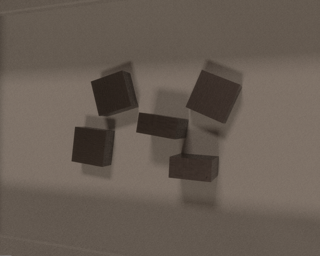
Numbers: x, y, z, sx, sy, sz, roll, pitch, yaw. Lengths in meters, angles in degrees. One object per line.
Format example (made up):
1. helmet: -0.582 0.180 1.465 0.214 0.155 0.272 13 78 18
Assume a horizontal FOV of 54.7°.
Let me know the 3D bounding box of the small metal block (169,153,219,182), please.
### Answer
1. small metal block: 0.043 0.048 0.382 0.050 0.050 0.025 3 91 19

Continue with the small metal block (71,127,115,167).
1. small metal block: -0.095 0.026 0.443 0.050 0.025 0.050 7 92 19

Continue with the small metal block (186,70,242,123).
1. small metal block: 0.067 -0.039 0.386 0.050 0.025 0.050 26 98 17

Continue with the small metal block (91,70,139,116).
1. small metal block: -0.063 -0.047 0.432 0.050 0.025 0.050 -16 85 19

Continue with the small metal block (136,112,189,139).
1. small metal block: 0.004 -0.003 0.395 0.050 0.050 0.025 10 94 19
